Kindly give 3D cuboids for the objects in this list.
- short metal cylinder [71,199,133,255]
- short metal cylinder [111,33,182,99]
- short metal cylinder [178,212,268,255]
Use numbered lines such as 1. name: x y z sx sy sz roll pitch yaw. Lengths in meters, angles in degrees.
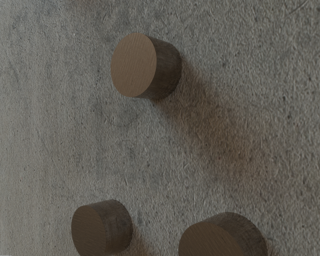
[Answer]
1. short metal cylinder: -0.087 0.151 0.461 0.080 0.050 0.080 0 90 40
2. short metal cylinder: -0.019 -0.078 0.404 0.080 0.050 0.080 0 90 40
3. short metal cylinder: 0.067 0.136 0.333 0.080 0.050 0.080 0 90 40
